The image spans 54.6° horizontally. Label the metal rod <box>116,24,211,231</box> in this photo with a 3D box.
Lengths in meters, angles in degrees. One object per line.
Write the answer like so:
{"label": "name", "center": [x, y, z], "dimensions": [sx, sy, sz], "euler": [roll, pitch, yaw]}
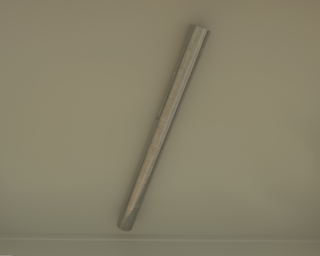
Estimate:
{"label": "metal rod", "center": [-0.002, 0.013, 0.413], "dimensions": [0.025, 0.025, 0.298], "euler": [19, 109, -7]}
